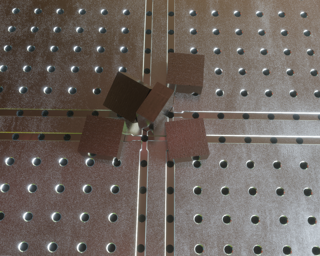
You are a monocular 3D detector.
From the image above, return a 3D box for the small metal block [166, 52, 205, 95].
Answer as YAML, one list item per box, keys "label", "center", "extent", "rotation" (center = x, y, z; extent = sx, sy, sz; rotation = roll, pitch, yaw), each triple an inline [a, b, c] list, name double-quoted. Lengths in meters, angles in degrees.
- label: "small metal block"
  center: [0.036, -0.077, 0.440]
  extent: [0.050, 0.025, 0.050]
  rotation: [5, 70, 2]

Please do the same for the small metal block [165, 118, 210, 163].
- label: "small metal block"
  center: [0.034, 0.017, 0.406]
  extent: [0.050, 0.025, 0.050]
  rotation: [-7, 70, -3]

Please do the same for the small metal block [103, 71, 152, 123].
- label: "small metal block"
  center: [-0.040, -0.041, 0.413]
  extent: [0.050, 0.025, 0.050]
  rotation: [31, 104, 15]

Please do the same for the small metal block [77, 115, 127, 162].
- label: "small metal block"
  center: [-0.074, 0.014, 0.406]
  extent: [0.050, 0.025, 0.050]
  rotation: [9, 70, 3]

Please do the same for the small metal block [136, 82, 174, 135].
- label: "small metal block"
  center: [-0.006, -0.025, 0.408]
  extent: [0.025, 0.050, 0.050]
  rotation: [30, 73, 10]
